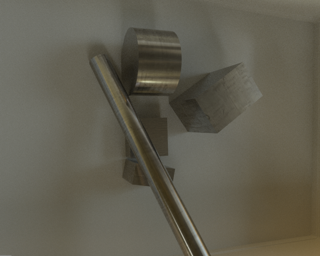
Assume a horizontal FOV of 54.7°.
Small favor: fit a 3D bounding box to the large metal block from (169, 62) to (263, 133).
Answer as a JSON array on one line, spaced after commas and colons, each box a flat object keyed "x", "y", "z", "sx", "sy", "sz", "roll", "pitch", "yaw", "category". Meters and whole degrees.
[{"x": 0.071, "y": -0.037, "z": 0.409, "sx": 0.080, "sy": 0.080, "sz": 0.050, "roll": -38, "pitch": 103, "yaw": -16, "category": "large metal block"}]

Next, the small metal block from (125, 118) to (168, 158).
[{"x": -0.018, "y": 0.012, "z": 0.405, "sx": 0.050, "sy": 0.025, "sz": 0.050, "roll": -2, "pitch": 91, "yaw": -20, "category": "small metal block"}]

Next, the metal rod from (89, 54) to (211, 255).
[{"x": -0.008, "y": 0.044, "z": 0.349, "sx": 0.025, "sy": 0.025, "sz": 0.299, "roll": -23, "pitch": 75, "yaw": -19, "category": "metal rod"}]

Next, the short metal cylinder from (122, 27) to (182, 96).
[{"x": -0.013, "y": -0.079, "z": 0.377, "sx": 0.050, "sy": 0.080, "sz": 0.079, "roll": -1, "pitch": 91, "yaw": -20, "category": "short metal cylinder"}]

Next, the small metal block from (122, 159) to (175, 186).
[{"x": -0.016, "y": 0.058, "z": 0.393, "sx": 0.050, "sy": 0.050, "sz": 0.025, "roll": 11, "pitch": 87, "yaw": -20, "category": "small metal block"}]
